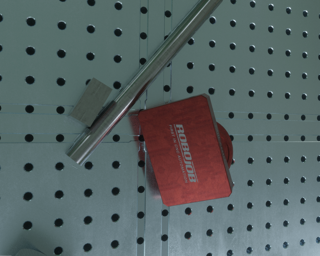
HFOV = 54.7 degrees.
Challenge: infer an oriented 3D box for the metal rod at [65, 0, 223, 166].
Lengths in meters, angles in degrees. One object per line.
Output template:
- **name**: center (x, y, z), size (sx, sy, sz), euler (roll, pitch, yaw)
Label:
- **metal rod**: center (-0.013, -0.075, 0.408), size (0.025, 0.025, 0.300), euler (43, 76, -15)

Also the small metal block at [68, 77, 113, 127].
- **small metal block**: center (-0.085, -0.029, 0.369), size (0.025, 0.050, 0.050), euler (32, 80, -18)

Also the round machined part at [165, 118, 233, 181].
- **round machined part**: center (0.060, 0.035, 0.427), size (0.099, 0.042, 0.097), euler (0, 90, -21)

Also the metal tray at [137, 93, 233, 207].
- **metal tray**: center (0.033, 0.029, 0.398), size (0.090, 0.030, 0.129), euler (-14, 96, 17)

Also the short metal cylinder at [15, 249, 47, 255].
- **short metal cylinder**: center (-0.135, 0.177, 0.334), size (0.080, 0.080, 0.050), euler (39, 77, -16)
